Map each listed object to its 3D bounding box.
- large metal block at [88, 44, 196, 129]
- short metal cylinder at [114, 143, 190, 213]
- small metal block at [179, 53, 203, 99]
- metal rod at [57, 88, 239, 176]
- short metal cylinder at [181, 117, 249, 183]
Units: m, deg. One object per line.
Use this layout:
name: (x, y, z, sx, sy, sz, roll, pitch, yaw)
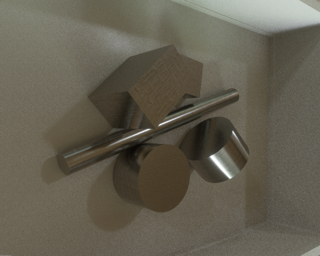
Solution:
large metal block: (-0.021, -0.045, 0.354, 0.080, 0.080, 0.050, -51, 121, -28)
short metal cylinder: (-0.009, 0.059, 0.382, 0.081, 0.050, 0.079, 0, 90, -40)
small metal block: (0.032, -0.071, 0.433, 0.050, 0.025, 0.050, 11, 83, -40)
metal rod: (0.009, -0.008, 0.415, 0.302, 0.025, 0.025, -23, 105, -38)
short metal cylinder: (0.077, 0.030, 0.437, 0.050, 0.080, 0.080, 51, 60, -29)
